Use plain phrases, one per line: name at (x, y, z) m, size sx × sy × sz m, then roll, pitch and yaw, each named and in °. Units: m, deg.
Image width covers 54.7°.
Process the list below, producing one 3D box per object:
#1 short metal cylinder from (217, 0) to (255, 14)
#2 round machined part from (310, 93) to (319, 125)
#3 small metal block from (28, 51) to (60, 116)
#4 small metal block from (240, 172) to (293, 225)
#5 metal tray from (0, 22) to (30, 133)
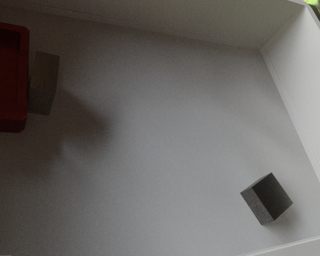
short metal cylinder at (0.155, -0.280, 0.630) m, size 0.081 × 0.080 × 0.050 m, roll -16°, pitch 71°, yaw -35°
round machined part at (0.350, -0.033, 0.610) m, size 0.099 × 0.042 × 0.098 m, roll 14°, pitch 56°, yaw -21°
small metal block at (-0.132, -0.049, 0.349) m, size 0.025 × 0.050 × 0.050 m, roll 9°, pitch 58°, yaw -24°
small metal block at (0.148, 0.097, 0.428) m, size 0.050 × 0.025 × 0.050 m, roll -23°, pitch 74°, yaw -36°
metal tray at (-0.193, -0.060, 0.335) m, size 0.091 × 0.030 × 0.130 m, roll 4°, pitch 60°, yaw -27°
